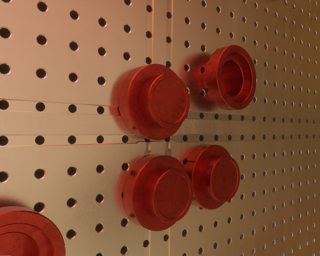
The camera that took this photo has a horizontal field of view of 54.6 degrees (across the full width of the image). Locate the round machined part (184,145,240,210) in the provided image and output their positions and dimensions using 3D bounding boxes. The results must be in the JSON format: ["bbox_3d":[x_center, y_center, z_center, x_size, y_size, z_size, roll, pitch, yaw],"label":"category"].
[{"bbox_3d":[0.083,0.074,0.467,0.099,0.042,0.097,0,90,-40],"label":"round machined part"}]

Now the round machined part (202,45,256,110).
[{"bbox_3d":[0.104,-0.076,0.484,0.099,0.042,0.097,0,90,-40],"label":"round machined part"}]

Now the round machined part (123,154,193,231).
[{"bbox_3d":[0.005,0.084,0.401,0.099,0.042,0.097,0,90,-40],"label":"round machined part"}]

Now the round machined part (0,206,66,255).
[{"bbox_3d":[-0.141,0.120,0.280,0.099,0.042,0.097,0,90,-40],"label":"round machined part"}]

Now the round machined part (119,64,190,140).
[{"bbox_3d":[0.000,-0.034,0.397,0.099,0.042,0.097,0,90,-40],"label":"round machined part"}]
